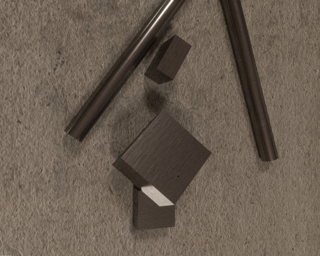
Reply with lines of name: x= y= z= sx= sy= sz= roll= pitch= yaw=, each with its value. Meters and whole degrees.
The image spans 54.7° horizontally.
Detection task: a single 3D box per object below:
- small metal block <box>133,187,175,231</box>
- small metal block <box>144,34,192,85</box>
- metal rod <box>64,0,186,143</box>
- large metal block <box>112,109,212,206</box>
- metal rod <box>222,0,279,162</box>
small metal block: x=-0.008 y=0.104 z=0.407 sx=0.050 sy=0.025 sz=0.050 roll=1 pitch=90 yaw=-21
small metal block: x=0.009 y=-0.087 z=0.400 sx=0.025 sy=0.050 sz=0.050 roll=32 pitch=80 yaw=-18
metal rod: x=-0.022 y=-0.111 z=0.401 sx=0.025 sy=0.025 sz=0.300 roll=38 pitch=78 yaw=-17
large metal block: x=0.002 y=0.038 z=0.382 sx=0.080 sy=0.050 sz=0.080 roll=42 pitch=65 yaw=-4
metal rod: x=0.128 y=-0.096 z=0.457 sx=0.025 sy=0.025 sz=0.298 roll=-18 pitch=96 yaw=-19
